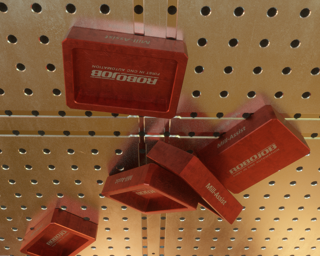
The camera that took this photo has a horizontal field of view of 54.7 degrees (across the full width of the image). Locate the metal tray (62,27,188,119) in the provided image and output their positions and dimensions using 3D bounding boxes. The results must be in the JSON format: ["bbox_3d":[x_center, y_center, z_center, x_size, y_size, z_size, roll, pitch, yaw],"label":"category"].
[{"bbox_3d":[-0.040,-0.060,0.356,0.131,0.030,0.089,6,130,-6],"label":"metal tray"}]

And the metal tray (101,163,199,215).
[{"bbox_3d":[-0.016,0.094,0.454,0.090,0.030,0.130,32,148,-25],"label":"metal tray"}]

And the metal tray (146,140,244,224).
[{"bbox_3d":[0.049,0.076,0.434,0.030,0.090,0.130,-51,122,-12],"label":"metal tray"}]

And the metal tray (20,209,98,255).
[{"bbox_3d":[-0.190,0.208,0.582,0.090,0.030,0.130,33,122,-26],"label":"metal tray"}]

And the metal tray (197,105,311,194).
[{"bbox_3d":[0.129,0.036,0.441,0.090,0.030,0.130,36,121,-27],"label":"metal tray"}]
